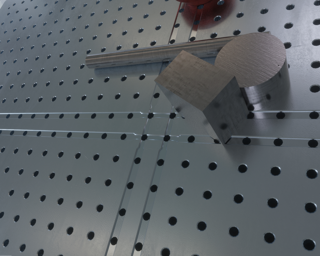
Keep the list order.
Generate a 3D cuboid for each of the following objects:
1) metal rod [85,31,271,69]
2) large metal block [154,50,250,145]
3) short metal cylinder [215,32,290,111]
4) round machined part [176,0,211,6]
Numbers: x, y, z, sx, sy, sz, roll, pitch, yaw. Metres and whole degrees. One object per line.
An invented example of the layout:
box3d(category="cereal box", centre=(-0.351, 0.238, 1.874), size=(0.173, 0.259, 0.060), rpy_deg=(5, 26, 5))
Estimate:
box3d(category="metal rod", centre=(0.010, -0.114, 0.472), size=(0.300, 0.025, 0.025), rpy_deg=(1, 62, 28))
box3d(category="large metal block", centre=(0.051, -0.035, 0.368), size=(0.050, 0.080, 0.080), rpy_deg=(-48, 51, -5))
box3d(category="short metal cylinder", centre=(0.112, -0.068, 0.375), size=(0.080, 0.050, 0.080), rpy_deg=(-13, 56, 21))
box3d(category="round machined part", centre=(0.064, -0.243, 0.513), size=(0.098, 0.042, 0.098), rpy_deg=(-13, 56, 21))
